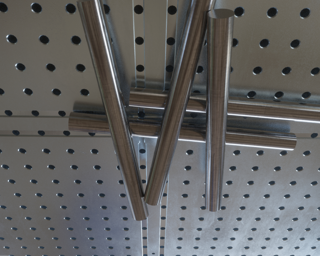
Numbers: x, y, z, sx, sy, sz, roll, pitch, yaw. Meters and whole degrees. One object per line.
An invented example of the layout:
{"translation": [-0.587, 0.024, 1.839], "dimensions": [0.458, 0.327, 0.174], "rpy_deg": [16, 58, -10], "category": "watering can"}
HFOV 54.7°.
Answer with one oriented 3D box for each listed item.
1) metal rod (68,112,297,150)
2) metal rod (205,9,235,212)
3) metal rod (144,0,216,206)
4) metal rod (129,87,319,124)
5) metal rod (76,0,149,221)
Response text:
{"translation": [0.034, 0.005, 0.416], "dimensions": [0.302, 0.025, 0.025], "rpy_deg": [5, 130, -5], "category": "metal rod"}
{"translation": [0.069, 0.007, 0.384], "dimensions": [0.025, 0.025, 0.298], "rpy_deg": [-4, 130, 3], "category": "metal rod"}
{"translation": [0.019, -0.027, 0.356], "dimensions": [0.025, 0.025, 0.298], "rpy_deg": [9, 120, -8], "category": "metal rod"}
{"translation": [0.113, -0.026, 0.391], "dimensions": [0.302, 0.025, 0.025], "rpy_deg": [5, 130, -5], "category": "metal rod"}
{"translation": [-0.049, 0.000, 0.380], "dimensions": [0.025, 0.025, 0.298], "rpy_deg": [-6, 121, 5], "category": "metal rod"}
